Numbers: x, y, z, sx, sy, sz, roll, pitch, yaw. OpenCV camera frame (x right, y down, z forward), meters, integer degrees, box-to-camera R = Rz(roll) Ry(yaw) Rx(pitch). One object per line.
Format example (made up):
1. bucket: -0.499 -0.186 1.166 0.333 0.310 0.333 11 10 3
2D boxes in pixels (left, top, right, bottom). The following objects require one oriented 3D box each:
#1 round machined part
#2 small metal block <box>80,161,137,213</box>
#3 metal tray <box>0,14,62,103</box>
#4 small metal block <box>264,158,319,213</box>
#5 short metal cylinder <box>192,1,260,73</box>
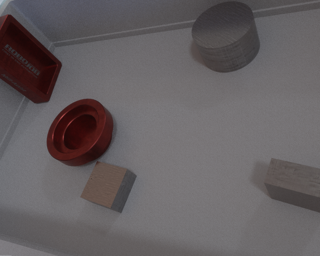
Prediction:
1. round machined part: -0.109 0.010 0.444 0.098 0.042 0.098 -13 56 20
2. small metal block: -0.065 0.074 0.393 0.050 0.025 0.050 9 66 31
3. metal tray: -0.232 -0.113 0.527 0.030 0.130 0.090 -6 59 25
4. small metal block: 0.129 0.054 0.288 0.050 0.050 0.025 12 68 33
5. short metal cylinder: 0.089 -0.122 0.417 0.080 0.050 0.080 -13 56 20
